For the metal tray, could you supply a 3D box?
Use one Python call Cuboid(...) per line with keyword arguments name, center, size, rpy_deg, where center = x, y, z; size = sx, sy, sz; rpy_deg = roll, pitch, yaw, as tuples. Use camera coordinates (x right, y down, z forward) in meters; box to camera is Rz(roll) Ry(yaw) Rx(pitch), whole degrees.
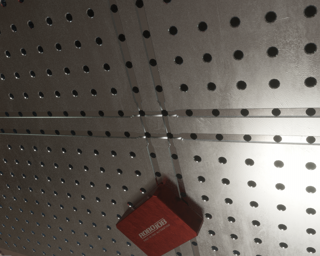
Cuboid(name="metal tray", center=(-0.004, 0.156, 0.505), size=(0.090, 0.030, 0.129), rpy_deg=(43, 129, -2))
